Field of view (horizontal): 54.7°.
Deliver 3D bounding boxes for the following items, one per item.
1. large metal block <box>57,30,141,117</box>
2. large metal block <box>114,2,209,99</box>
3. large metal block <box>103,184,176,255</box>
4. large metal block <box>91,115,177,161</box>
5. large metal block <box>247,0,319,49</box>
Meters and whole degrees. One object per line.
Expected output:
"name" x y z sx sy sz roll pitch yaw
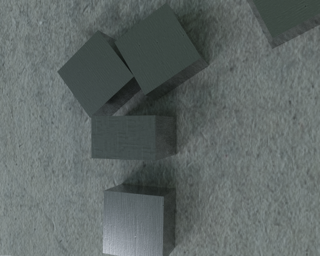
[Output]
"large metal block" -0.076 -0.070 0.421 0.080 0.050 0.080 -40 78 15
"large metal block" 0.003 -0.094 0.394 0.080 0.050 0.080 -32 80 16
"large metal block" -0.026 0.120 0.404 0.080 0.050 0.079 1 91 19
"large metal block" -0.029 0.011 0.389 0.080 0.080 0.050 0 90 19
"large metal block" 0.146 -0.148 0.344 0.080 0.050 0.080 -26 82 17
